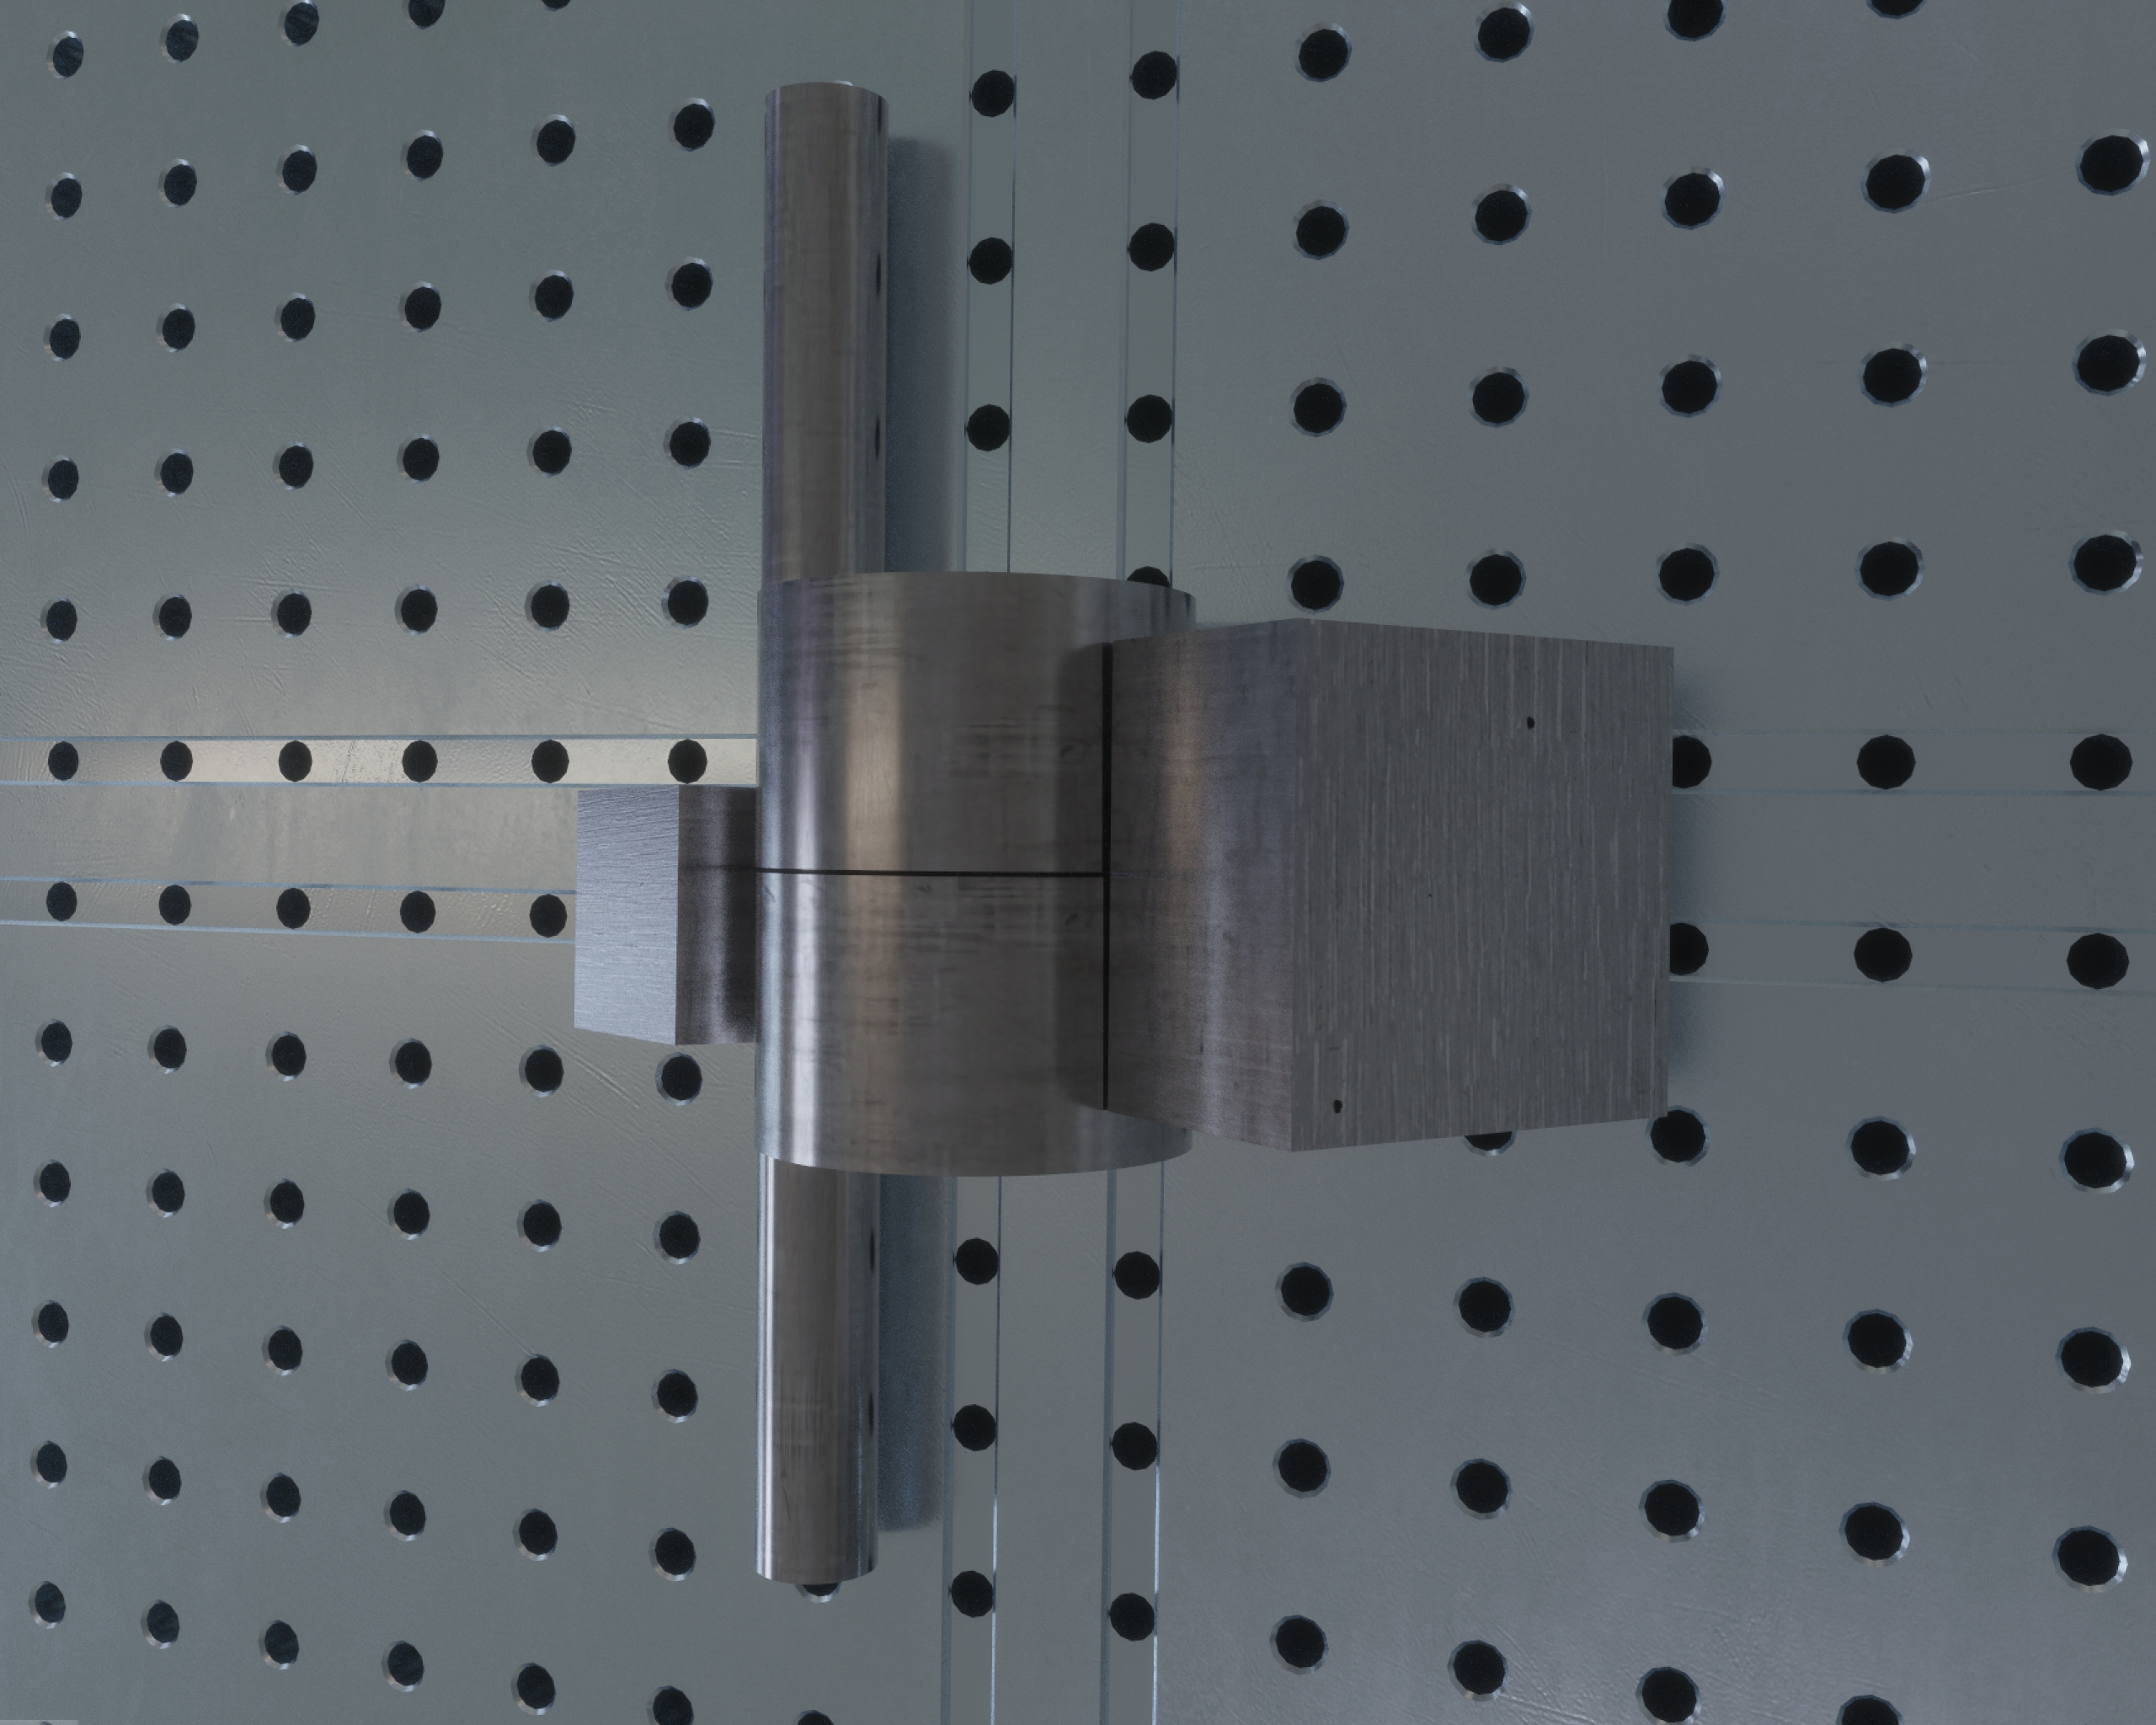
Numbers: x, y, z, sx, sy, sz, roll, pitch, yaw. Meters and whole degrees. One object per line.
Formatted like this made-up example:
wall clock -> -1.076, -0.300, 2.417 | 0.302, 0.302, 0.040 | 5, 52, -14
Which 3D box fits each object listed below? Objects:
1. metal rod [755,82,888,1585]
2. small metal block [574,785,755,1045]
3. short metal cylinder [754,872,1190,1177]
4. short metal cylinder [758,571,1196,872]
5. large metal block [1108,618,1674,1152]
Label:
metal rod -> -0.052, -0.006, 0.426 | 0.025, 0.025, 0.298 | 0, 90, 20
small metal block -> -0.081, 0.010, 0.425 | 0.050, 0.025, 0.050 | 0, 89, 54
short metal cylinder -> -0.019, 0.027, 0.385 | 0.080, 0.080, 0.050 | 1, 90, 20
short metal cylinder -> -0.019, -0.024, 0.385 | 0.080, 0.080, 0.050 | 1, 90, 20
large metal block -> 0.053, 0.003, 0.353 | 0.050, 0.081, 0.079 | 2, 92, 58
